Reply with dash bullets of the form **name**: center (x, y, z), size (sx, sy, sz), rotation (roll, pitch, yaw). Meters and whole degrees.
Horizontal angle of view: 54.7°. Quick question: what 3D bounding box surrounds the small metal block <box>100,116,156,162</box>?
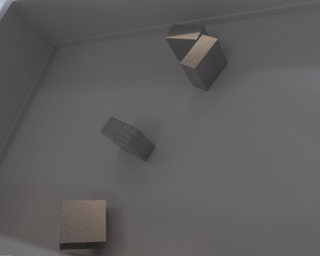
- **small metal block**: center (-0.041, 0.015, 0.402), size (0.050, 0.050, 0.025), rotation (24, 75, 36)

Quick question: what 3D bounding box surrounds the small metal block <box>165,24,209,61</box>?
- **small metal block**: center (0.043, -0.119, 0.440), size (0.050, 0.050, 0.025), rotation (14, 69, 34)

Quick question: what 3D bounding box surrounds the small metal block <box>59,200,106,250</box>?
- **small metal block**: center (-0.090, 0.114, 0.366), size (0.050, 0.025, 0.050), rotation (3, 52, -14)

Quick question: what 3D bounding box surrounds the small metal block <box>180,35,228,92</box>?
- **small metal block**: center (0.059, -0.085, 0.411), size (0.025, 0.050, 0.050), rotation (30, 79, 38)
